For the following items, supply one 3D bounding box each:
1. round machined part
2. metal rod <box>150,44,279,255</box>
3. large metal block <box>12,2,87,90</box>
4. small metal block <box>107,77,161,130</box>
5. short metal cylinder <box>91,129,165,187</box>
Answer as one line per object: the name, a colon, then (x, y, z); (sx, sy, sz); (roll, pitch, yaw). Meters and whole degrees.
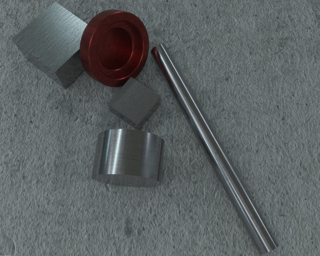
round machined part: (-0.065, -0.107, 0.414); (0.042, 0.098, 0.098); (28, 70, 38)
metal rod: (0.062, 0.014, 0.403); (0.025, 0.025, 0.299); (-24, 72, -9)
large metal block: (-0.140, -0.115, 0.435); (0.080, 0.050, 0.080); (37, 74, 12)
small metal block: (-0.034, -0.033, 0.420); (0.050, 0.025, 0.050); (35, 73, 11)
short metal cylinder: (-0.036, 0.038, 0.365); (0.081, 0.080, 0.050); (4, 70, 1)
